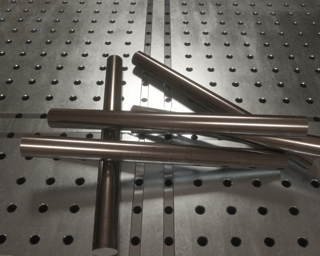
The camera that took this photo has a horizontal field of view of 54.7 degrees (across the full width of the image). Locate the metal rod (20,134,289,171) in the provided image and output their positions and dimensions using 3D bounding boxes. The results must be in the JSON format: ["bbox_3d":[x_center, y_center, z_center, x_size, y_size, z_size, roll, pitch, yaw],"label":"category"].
[{"bbox_3d":[0.000,0.029,0.358,0.302,0.025,0.025,4,50,-7],"label":"metal rod"}]

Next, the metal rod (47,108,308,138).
[{"bbox_3d":[0.013,-0.007,0.368,0.302,0.025,0.025,2,50,9],"label":"metal rod"}]

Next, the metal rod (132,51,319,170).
[{"bbox_3d":[0.075,-0.037,0.439,0.300,0.025,0.025,34,58,25],"label":"metal rod"}]

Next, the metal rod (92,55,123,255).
[{"bbox_3d":[-0.063,0.007,0.400,0.025,0.025,0.300,-2,50,-3],"label":"metal rod"}]

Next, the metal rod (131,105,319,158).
[{"bbox_3d":[0.105,0.007,0.380,0.301,0.025,0.025,11,51,17],"label":"metal rod"}]
